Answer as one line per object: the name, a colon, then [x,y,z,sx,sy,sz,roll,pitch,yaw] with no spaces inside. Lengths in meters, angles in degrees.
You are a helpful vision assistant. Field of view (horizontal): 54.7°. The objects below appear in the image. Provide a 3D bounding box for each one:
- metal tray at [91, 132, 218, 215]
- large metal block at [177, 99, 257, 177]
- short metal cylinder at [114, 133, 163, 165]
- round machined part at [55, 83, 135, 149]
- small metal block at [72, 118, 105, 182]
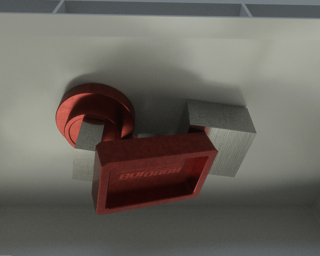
metal tray: [-0.008,0.052,0.355,0.131,0.030,0.089,-5,133,-22]
large metal block: [0.067,0.015,0.403,0.081,0.050,0.079,7,130,-7]
short metal cylinder: [-0.021,0.051,0.418,0.081,0.050,0.080,-10,144,-7]
round machined part: [-0.082,-0.004,0.391,0.099,0.042,0.097,-1,130,0]
small metal block: [-0.082,0.025,0.356,0.025,0.050,0.050,10,130,-8]
